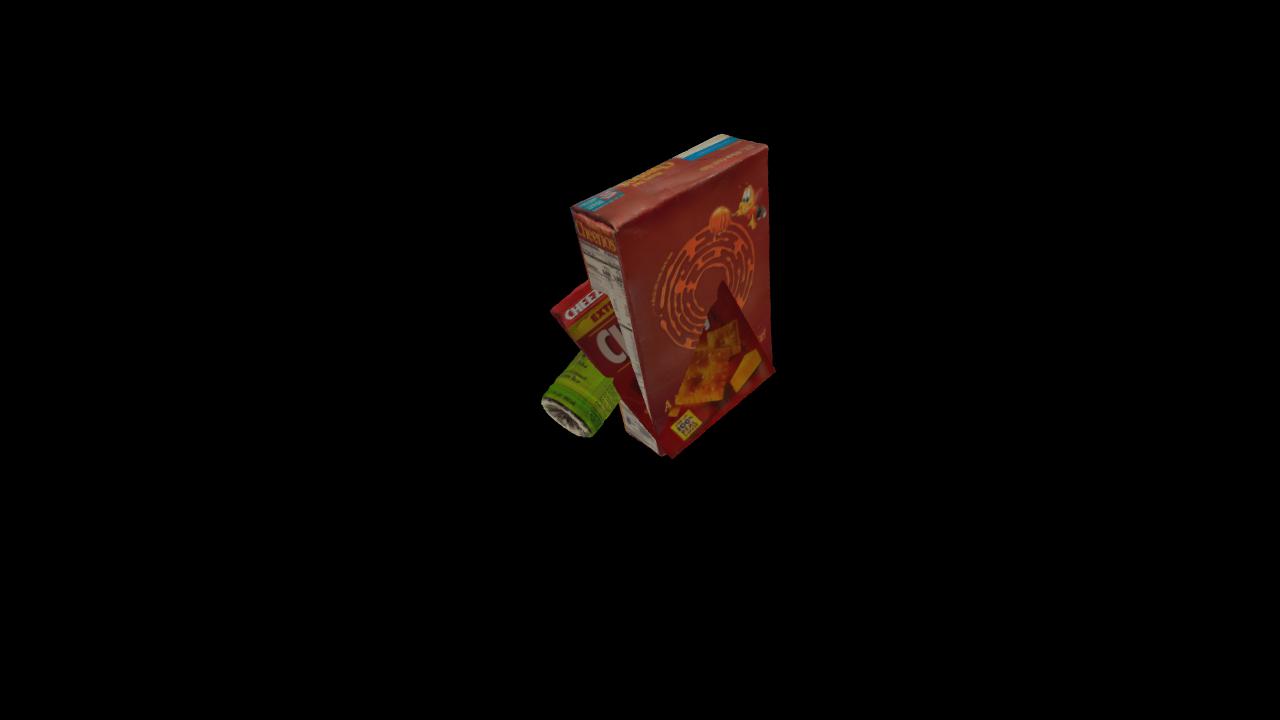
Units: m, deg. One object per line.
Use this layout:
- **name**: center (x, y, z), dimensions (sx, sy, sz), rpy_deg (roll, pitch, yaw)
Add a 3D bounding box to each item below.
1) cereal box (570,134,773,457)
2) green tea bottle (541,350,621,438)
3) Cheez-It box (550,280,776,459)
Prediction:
- **cereal box**: center (0.053, -0.064, 0.680), dimensions (0.203, 0.306, 0.081), rpy_deg (-35, 44, -25)
- **green tea bottle**: center (-0.020, -0.013, 0.683), dimensions (0.073, 0.212, 0.073), rpy_deg (31, -25, 17)
- **Cheez-It box**: center (0.034, -0.020, 0.682), dimensions (0.166, 0.223, 0.071), rpy_deg (-39, 33, -4)
